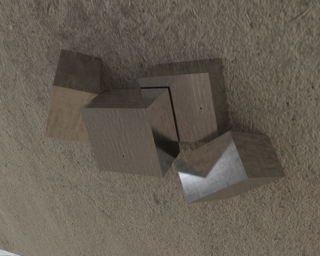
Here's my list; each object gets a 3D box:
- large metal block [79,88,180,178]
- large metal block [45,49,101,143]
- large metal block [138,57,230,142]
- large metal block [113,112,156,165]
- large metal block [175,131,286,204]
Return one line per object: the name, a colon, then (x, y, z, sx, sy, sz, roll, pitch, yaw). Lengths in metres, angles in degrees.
large metal block: (-0.030, 0.003, 0.341, 0.080, 0.050, 0.079, 2, 120, 27)
large metal block: (-0.110, -0.041, 0.395, 0.050, 0.080, 0.079, 10, 130, -18)
large metal block: (0.031, -0.031, 0.356, 0.080, 0.050, 0.080, 0, 119, 27)
large metal block: (-0.032, 0.005, 0.408, 0.080, 0.050, 0.080, 0, 119, 27)
large metal block: (0.079, 0.046, 0.350, 0.080, 0.081, 0.050, -35, 61, 38)
